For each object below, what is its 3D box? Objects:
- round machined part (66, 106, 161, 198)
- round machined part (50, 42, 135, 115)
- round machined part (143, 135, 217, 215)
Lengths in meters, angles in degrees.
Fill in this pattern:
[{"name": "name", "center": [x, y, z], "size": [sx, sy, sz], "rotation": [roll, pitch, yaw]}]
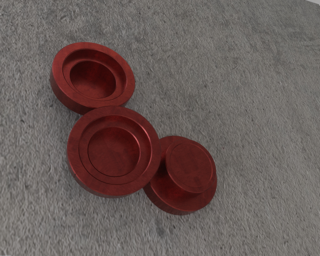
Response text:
[{"name": "round machined part", "center": [-0.052, 0.028, 0.340], "size": [0.099, 0.042, 0.098], "rotation": [7, 67, -17]}, {"name": "round machined part", "center": [-0.084, -0.054, 0.381], "size": [0.099, 0.042, 0.098], "rotation": [14, 56, -21]}, {"name": "round machined part", "center": [0.028, 0.052, 0.376], "size": [0.099, 0.042, 0.098], "rotation": [14, 56, -21]}]
